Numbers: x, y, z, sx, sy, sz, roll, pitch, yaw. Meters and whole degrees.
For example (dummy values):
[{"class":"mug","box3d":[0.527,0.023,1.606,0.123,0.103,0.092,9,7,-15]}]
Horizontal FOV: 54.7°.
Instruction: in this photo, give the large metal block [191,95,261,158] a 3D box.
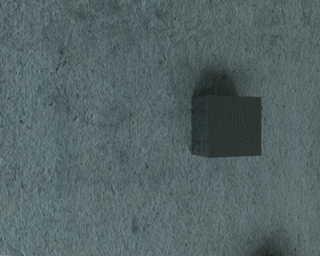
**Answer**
[{"class":"large metal block","box3d":[0.091,-0.002,0.429,0.081,0.050,0.080,0,90,-20]}]
